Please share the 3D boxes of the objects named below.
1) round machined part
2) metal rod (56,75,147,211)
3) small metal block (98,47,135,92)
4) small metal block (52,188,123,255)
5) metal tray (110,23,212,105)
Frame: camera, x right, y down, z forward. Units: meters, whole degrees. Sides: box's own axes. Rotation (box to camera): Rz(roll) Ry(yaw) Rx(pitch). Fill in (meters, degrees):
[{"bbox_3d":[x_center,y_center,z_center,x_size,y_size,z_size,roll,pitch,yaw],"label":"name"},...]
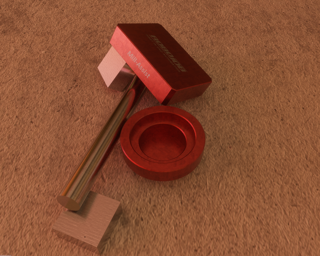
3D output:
[{"bbox_3d":[0.003,0.022,0.374,0.099,0.042,0.098,0,50,0],"label":"round machined part"},{"bbox_3d":[-0.045,-0.026,0.406,0.025,0.025,0.301,14,46,11],"label":"metal rod"},{"bbox_3d":[-0.062,-0.090,0.459,0.025,0.050,0.050,15,35,-45],"label":"small metal block"},{"bbox_3d":[-0.074,0.095,0.322,0.050,0.025,0.050,17,52,13],"label":"small metal block"},{"bbox_3d":[0.002,-0.095,0.439,0.091,0.030,0.130,-20,65,-45],"label":"metal tray"}]
